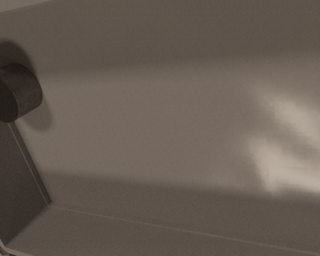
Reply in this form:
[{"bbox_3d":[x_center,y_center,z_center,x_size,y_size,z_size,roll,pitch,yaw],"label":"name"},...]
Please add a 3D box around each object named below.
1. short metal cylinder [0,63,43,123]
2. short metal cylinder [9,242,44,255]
[{"bbox_3d":[-0.231,-0.055,0.478,0.080,0.050,0.079,13,124,20],"label":"short metal cylinder"},{"bbox_3d":[-0.336,0.333,0.774,0.080,0.050,0.079,13,124,20],"label":"short metal cylinder"}]
